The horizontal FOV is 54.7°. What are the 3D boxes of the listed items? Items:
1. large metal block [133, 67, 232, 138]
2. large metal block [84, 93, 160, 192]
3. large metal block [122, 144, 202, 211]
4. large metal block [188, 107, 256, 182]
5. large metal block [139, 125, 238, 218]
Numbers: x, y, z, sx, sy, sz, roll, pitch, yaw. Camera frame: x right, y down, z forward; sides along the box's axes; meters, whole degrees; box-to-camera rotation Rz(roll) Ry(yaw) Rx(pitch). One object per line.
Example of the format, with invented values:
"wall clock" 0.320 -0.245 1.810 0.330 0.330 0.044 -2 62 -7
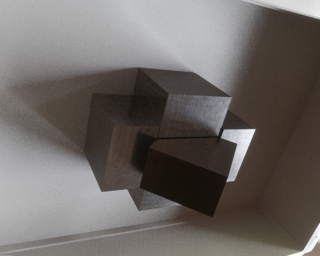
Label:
"large metal block" 0.022 -0.031 0.364 0.081 0.080 0.050 0 119 -28
"large metal block" -0.048 0.014 0.355 0.050 0.080 0.079 0 119 -29
"large metal block" -0.001 0.057 0.406 0.081 0.080 0.050 0 119 -28
"large metal block" 0.070 0.018 0.418 0.050 0.080 0.079 0 119 -29
"large metal block" 0.034 0.041 0.342 0.080 0.080 0.050 -46 153 -62
